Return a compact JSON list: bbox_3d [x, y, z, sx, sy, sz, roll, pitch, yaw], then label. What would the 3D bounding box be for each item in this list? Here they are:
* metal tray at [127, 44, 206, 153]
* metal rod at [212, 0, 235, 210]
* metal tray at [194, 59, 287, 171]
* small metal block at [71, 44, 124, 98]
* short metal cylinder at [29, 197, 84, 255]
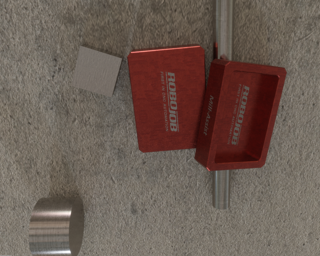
[{"bbox_3d":[0.012,-0.036,0.394,0.091,0.030,0.129,-5,110,1],"label":"metal tray"},{"bbox_3d":[0.081,-0.027,0.400,0.025,0.025,0.298,-3,110,1],"label":"metal rod"},{"bbox_3d":[0.098,-0.014,0.380,0.091,0.030,0.129,0,107,-25],"label":"metal tray"},{"bbox_3d":[-0.076,-0.071,0.383,0.050,0.025,0.050,16,109,-7],"label":"small metal block"},{"bbox_3d":[-0.140,0.137,0.429,0.050,0.080,0.079,-1,110,0],"label":"short metal cylinder"}]
